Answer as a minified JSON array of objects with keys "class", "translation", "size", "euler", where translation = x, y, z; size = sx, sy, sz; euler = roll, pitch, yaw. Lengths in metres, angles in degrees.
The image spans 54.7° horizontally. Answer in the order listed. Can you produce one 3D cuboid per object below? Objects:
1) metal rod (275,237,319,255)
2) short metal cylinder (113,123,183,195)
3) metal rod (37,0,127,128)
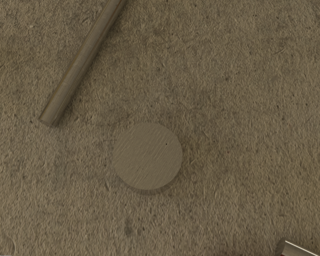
[{"class":"metal rod","translation":[0.276,0.198,0.339],"size":[0.301,0.025,0.025],"euler":[24,72,8]},{"class":"short metal cylinder","translation":[-0.014,0.039,0.380],"size":[0.081,0.050,0.080],"euler":[0,70,0]},{"class":"metal rod","translation":[-0.093,-0.136,0.456],"size":[0.025,0.025,0.300],"euler":[21,71,7]}]
